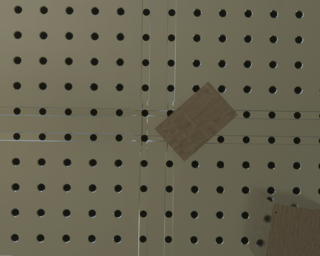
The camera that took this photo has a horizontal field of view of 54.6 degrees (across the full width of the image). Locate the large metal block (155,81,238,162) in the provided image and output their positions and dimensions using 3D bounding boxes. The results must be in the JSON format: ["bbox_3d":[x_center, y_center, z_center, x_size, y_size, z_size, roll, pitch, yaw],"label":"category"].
[{"bbox_3d":[0.041,-0.007,0.386,0.080,0.080,0.050,-41,90,0],"label":"large metal block"}]

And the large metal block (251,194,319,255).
[{"bbox_3d":[0.172,0.137,0.402,0.080,0.050,0.080,9,90,0],"label":"large metal block"}]
